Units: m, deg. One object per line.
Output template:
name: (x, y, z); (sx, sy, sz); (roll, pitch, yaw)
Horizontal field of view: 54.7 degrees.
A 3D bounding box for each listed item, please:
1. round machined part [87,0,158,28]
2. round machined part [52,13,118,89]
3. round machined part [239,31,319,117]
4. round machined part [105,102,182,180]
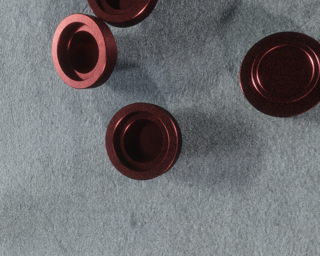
round machined part: (-0.045, -0.183, 0.415); (0.098, 0.042, 0.097); (0, 90, 19)
round machined part: (-0.098, -0.103, 0.425); (0.098, 0.042, 0.097); (6, 103, 30)
round machined part: (0.140, -0.061, 0.351); (0.098, 0.042, 0.097); (0, 90, 19)
round machined part: (-0.018, 0.016, 0.405); (0.098, 0.042, 0.097); (0, 90, 19)
